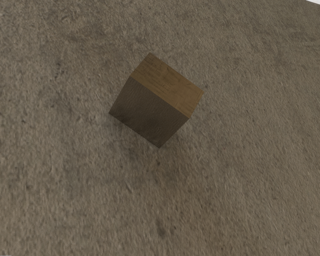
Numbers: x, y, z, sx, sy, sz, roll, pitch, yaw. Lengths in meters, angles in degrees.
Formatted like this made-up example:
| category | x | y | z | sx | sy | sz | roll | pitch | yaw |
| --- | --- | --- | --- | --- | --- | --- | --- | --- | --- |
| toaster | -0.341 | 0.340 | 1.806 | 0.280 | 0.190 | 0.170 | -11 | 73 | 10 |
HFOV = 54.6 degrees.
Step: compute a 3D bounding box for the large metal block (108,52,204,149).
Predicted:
| category | x | y | z | sx | sy | sz | roll | pitch | yaw |
| --- | --- | --- | --- | --- | --- | --- | --- | --- | --- |
| large metal block | -0.006 | -0.031 | 0.384 | 0.080 | 0.080 | 0.050 | 36 | 51 | -5 |
